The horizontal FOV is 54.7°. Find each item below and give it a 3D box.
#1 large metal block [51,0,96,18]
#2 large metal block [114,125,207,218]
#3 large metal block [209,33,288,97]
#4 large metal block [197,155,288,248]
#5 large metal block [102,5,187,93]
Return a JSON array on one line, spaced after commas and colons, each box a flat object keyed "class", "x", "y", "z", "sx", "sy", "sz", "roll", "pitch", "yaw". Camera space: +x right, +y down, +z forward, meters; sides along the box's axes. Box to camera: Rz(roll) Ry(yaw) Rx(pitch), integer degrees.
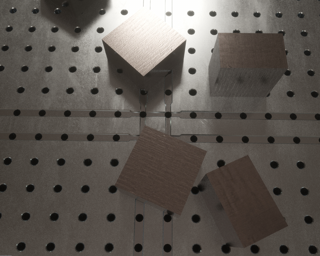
[{"class": "large metal block", "x": -0.137, "y": -0.234, "z": 0.482, "sx": 0.080, "sy": 0.050, "sz": 0.080, "roll": 36, "pitch": 74, "yaw": 12}, {"class": "large metal block", "x": 0.002, "y": 0.054, "z": 0.379, "sx": 0.080, "sy": 0.050, "sz": 0.080, "roll": 23, "pitch": 71, "yaw": 8}, {"class": "large metal block", "x": 0.112, "y": -0.081, "z": 0.414, "sx": 0.081, "sy": 0.080, "sz": 0.050, "roll": 0, "pitch": 70, "yaw": 0}, {"class": "large metal block", "x": 0.087, "y": 0.086, "z": 0.352, "sx": 0.050, "sy": 0.080, "sz": 0.080, "roll": -23, "pitch": 72, "yaw": -8}, {"class": "large metal block", "x": -0.021, "y": -0.111, "z": 0.439, "sx": 0.080, "sy": 0.050, "sz": 0.080, "roll": 43, "pitch": 75, "yaw": 14}]
